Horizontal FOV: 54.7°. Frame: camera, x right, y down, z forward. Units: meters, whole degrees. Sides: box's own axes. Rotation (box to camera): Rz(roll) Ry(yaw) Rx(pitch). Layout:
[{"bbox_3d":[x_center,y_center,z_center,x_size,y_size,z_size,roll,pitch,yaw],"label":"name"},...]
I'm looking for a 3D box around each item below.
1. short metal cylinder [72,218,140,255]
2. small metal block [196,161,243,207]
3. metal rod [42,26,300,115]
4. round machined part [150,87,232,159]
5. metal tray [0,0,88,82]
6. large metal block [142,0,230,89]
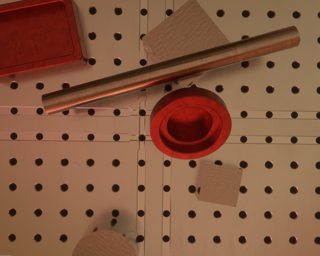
[{"bbox_3d":[-0.068,0.164,0.400,0.081,0.050,0.079,0,90,-1],"label":"short metal cylinder"},{"bbox_3d":[0.079,0.074,0.415,0.050,0.025,0.050,10,90,-1],"label":"small metal block"},{"bbox_3d":[0.013,-0.067,0.363,0.302,0.025,0.025,-16,90,0],"label":"metal rod"},{"bbox_3d":[0.036,-0.010,0.390,0.099,0.042,0.097,-2,128,-2],"label":"round machined part"},{"bbox_3d":[-0.171,-0.118,0.408,0.131,0.030,0.089,-12,90,-1],"label":"metal tray"},{"bbox_3d":[0.035,-0.104,0.401,0.080,0.050,0.080,-39,90,0],"label":"large metal block"}]
